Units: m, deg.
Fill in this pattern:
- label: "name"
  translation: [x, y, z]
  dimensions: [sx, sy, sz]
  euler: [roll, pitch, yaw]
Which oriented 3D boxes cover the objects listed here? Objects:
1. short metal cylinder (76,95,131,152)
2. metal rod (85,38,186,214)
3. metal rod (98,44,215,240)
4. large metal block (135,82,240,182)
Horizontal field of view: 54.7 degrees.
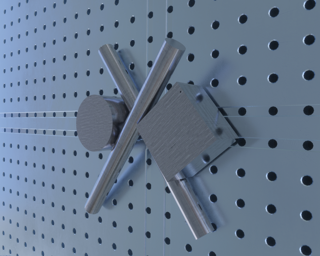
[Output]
- label: "short metal cylinder"
  translation: [-0.077, -0.007, 0.452]
  dimensions: [0.080, 0.050, 0.079]
  euler: [0, 90, 40]
- label: "metal rod"
  translation: [-0.046, 0.018, 0.415]
  dimensions: [0.025, 0.025, 0.298]
  euler: [50, 128, 28]
- label: "metal rod"
  translation: [-0.015, 0.003, 0.416]
  dimensions: [0.025, 0.025, 0.299]
  euler: [-43, 64, 31]
- label: "large metal block"
  translation: [0.029, 0.005, 0.363]
  dimensions: [0.080, 0.050, 0.080]
  euler: [-46, 63, 30]
